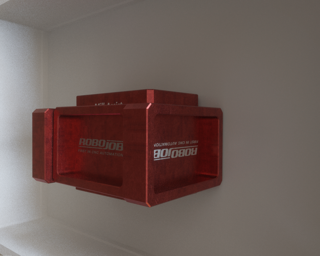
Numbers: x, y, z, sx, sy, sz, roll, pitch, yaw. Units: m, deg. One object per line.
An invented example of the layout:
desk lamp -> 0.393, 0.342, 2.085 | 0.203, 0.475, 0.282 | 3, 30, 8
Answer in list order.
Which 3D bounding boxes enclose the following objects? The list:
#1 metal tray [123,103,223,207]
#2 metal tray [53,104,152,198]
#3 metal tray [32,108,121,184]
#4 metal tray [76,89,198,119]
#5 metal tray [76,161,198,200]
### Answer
metal tray -> 0.020, 0.022, 0.319 | 0.030, 0.131, 0.089 | 1, 91, 40
metal tray -> -0.068, 0.021, 0.340 | 0.130, 0.030, 0.089 | 1, 90, 40
metal tray -> -0.104, 0.020, 0.423 | 0.030, 0.131, 0.089 | 1, 91, 40
metal tray -> -0.030, -0.026, 0.385 | 0.130, 0.091, 0.030 | 1, 91, 40
metal tray -> -0.030, 0.063, 0.386 | 0.130, 0.091, 0.030 | 1, 90, 40
